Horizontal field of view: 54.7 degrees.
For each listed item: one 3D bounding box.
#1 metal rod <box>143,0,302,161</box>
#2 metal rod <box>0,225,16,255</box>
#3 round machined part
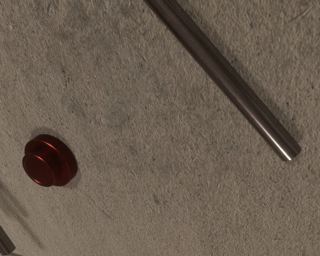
[{"bbox_3d":[0.047,-0.081,0.330,0.300,0.025,0.025,48,129,-6],"label":"metal rod"},{"bbox_3d":[-0.394,0.139,0.642,0.025,0.025,0.299,-20,104,35],"label":"metal rod"},{"bbox_3d":[-0.196,0.063,0.535,0.098,0.042,0.097,13,124,20],"label":"round machined part"}]
